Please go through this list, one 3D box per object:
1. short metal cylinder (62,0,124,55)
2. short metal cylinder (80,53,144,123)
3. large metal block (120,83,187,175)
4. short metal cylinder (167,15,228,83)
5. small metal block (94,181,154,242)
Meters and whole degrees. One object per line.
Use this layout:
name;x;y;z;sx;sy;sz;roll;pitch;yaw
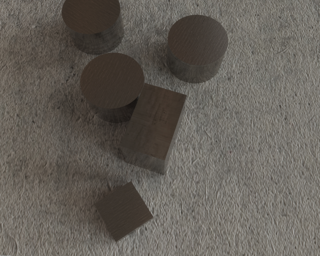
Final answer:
short metal cylinder;-0.095;-0.155;0.451;0.081;0.050;0.080;0;70;0
short metal cylinder;-0.060;-0.053;0.413;0.081;0.050;0.080;0;70;0
large metal block;-0.006;0.004;0.377;0.050;0.080;0.080;17;71;6
short metal cylinder;0.051;-0.110;0.435;0.081;0.050;0.080;0;70;0
small metal block;-0.042;0.100;0.371;0.050;0.025;0.050;-31;73;-11
